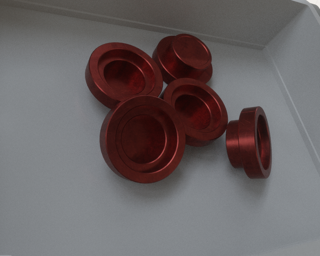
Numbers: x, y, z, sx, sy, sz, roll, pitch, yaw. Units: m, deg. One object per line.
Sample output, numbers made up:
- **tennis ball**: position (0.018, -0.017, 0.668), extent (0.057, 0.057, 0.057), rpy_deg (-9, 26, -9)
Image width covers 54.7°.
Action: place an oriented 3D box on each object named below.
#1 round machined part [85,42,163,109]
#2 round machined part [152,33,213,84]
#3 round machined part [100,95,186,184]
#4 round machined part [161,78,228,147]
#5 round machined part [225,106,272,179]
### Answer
- **round machined part**: position (-0.049, -0.061, 0.405), extent (0.099, 0.042, 0.098), rpy_deg (14, 56, -21)
- **round machined part**: position (0.041, -0.107, 0.482), extent (0.099, 0.042, 0.098), rpy_deg (14, 56, -21)
- **round machined part**: position (-0.023, 0.013, 0.359), extent (0.099, 0.042, 0.097), rpy_deg (2, 86, -29)
- **round machined part**: position (0.041, -0.018, 0.427), extent (0.099, 0.042, 0.098), rpy_deg (14, 56, -21)
- **round machined part**: position (0.122, 0.021, 0.427), extent (0.098, 0.042, 0.098), rpy_deg (19, 68, -58)
